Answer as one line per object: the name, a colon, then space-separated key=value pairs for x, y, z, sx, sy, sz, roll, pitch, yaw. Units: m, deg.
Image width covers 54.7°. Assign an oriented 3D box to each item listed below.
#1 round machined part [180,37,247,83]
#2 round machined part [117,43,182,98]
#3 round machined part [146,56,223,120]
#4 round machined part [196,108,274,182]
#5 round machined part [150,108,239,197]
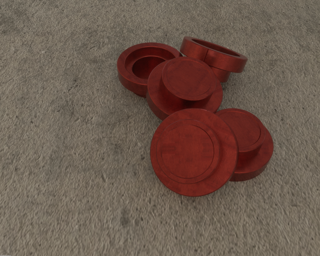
round machined part: x=0.075 y=-0.100 z=0.460 sx=0.099 sy=0.042 sz=0.098 roll=16 pitch=23 yaw=-7
round machined part: x=-0.013 y=-0.082 z=0.462 sx=0.099 sy=0.042 sz=0.098 roll=0 pitch=50 yaw=0
round machined part: x=0.033 y=-0.052 z=0.395 sx=0.099 sy=0.042 sz=0.098 roll=4 pitch=60 yaw=-7
round machined part: x=0.091 y=0.013 z=0.383 sx=0.099 sy=0.042 sz=0.098 roll=0 pitch=50 yaw=0
round machined part: x=0.035 y=0.026 z=0.339 sx=0.098 sy=0.042 sz=0.097 roll=-2 pitch=83 yaw=19
